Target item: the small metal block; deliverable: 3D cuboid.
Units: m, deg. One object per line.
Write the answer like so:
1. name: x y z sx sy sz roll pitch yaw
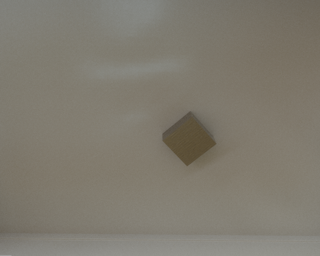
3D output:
1. small metal block: 0.039 0.014 0.417 0.050 0.025 0.050 -40 106 13
